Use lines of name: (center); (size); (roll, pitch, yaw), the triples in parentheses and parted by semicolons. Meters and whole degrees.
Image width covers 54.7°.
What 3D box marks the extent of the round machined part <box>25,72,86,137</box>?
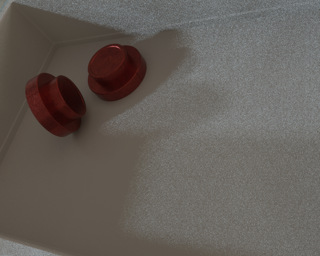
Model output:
round machined part: (-0.147, -0.039, 0.460); (0.042, 0.098, 0.098); (-26, 53, 12)

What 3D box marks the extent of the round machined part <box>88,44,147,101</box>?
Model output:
round machined part: (-0.074, -0.094, 0.492); (0.098, 0.042, 0.098); (-13, 56, 21)
